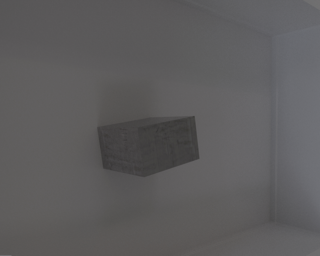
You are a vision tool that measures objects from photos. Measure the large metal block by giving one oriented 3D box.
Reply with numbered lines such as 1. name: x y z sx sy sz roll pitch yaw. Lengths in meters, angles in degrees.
1. large metal block: -0.014 0.017 0.358 0.081 0.080 0.050 -12 98 -39
